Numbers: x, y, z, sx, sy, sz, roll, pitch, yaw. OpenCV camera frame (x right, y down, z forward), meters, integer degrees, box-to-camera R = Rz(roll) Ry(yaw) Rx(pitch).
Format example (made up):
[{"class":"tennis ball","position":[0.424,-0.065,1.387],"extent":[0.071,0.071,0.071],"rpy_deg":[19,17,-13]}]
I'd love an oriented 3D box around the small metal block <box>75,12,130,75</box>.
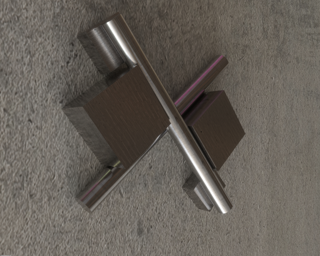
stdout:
[{"class":"small metal block","position":[-0.059,-0.097,0.357],"extent":[0.050,0.025,0.050],"rpy_deg":[-45,117,-31]}]

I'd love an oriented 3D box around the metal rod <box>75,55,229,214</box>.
[{"class":"metal rod","position":[0.007,-0.010,0.412],"extent":[0.301,0.025,0.025],"rpy_deg":[-46,118,-30]}]

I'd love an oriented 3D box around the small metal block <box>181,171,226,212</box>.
[{"class":"small metal block","position":[0.066,0.087,0.462],"extent":[0.050,0.025,0.050],"rpy_deg":[-51,120,-28]}]

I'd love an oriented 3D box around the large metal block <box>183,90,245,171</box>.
[{"class":"large metal block","position":[0.069,0.003,0.447],"extent":[0.080,0.050,0.080],"rpy_deg":[-47,118,-30]}]

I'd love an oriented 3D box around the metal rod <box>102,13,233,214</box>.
[{"class":"metal rod","position":[0.021,0.000,0.390],"extent":[0.025,0.025,0.299],"rpy_deg":[-47,118,-30]}]

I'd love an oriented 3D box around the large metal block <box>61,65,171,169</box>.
[{"class":"large metal block","position":[-0.046,-0.013,0.349],"extent":[0.080,0.050,0.080],"rpy_deg":[-45,117,-31]}]
